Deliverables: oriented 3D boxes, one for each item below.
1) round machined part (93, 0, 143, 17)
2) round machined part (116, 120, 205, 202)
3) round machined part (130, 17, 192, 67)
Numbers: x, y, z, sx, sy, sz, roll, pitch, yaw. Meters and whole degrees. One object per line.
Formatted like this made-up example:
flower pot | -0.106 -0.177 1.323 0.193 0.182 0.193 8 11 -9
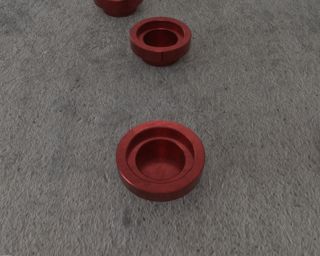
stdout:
round machined part | -0.080 -0.253 0.604 0.099 0.042 0.098 0 50 0
round machined part | 0.001 0.041 0.358 0.099 0.042 0.098 0 50 0
round machined part | 0.001 -0.138 0.508 0.099 0.042 0.098 0 50 0
